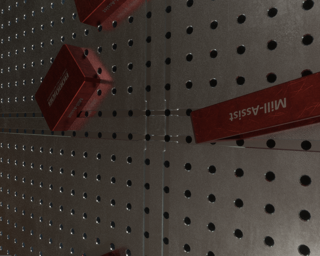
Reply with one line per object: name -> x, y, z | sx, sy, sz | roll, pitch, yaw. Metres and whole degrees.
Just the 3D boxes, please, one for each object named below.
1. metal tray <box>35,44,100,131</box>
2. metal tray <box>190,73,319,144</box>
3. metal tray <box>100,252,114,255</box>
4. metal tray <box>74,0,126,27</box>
metal tray -> -0.165, -0.068, 0.539 | 0.129, 0.030, 0.090 | -48, 62, 29
metal tray -> 0.105, -0.014, 0.279 | 0.130, 0.091, 0.030 | -16, 80, 38
metal tray -> -0.090, 0.270, 0.477 | 0.090, 0.030, 0.130 | -35, 69, 34
metal tray -> -0.082, -0.228, 0.471 | 0.130, 0.030, 0.090 | -27, 73, 36
